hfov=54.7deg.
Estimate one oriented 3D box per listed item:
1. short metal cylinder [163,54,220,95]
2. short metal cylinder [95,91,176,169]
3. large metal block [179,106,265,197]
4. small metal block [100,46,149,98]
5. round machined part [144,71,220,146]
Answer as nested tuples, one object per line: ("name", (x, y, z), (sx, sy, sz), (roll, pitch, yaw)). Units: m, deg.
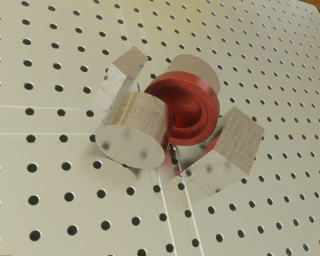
("short metal cylinder", (0.040, -0.060, 0.451), (0.081, 0.050, 0.080), (14, 56, -21))
("short metal cylinder", (-0.027, 0.004, 0.357), (0.080, 0.080, 0.050), (28, 52, -12))
("large metal block", (0.080, 0.031, 0.399), (0.050, 0.080, 0.080), (37, 51, -4))
("small metal block", (-0.048, -0.074, 0.413), (0.025, 0.050, 0.050), (41, 51, -1))
("round machined part", (0.027, -0.028, 0.395), (0.098, 0.097, 0.042), (36, 39, -5))
